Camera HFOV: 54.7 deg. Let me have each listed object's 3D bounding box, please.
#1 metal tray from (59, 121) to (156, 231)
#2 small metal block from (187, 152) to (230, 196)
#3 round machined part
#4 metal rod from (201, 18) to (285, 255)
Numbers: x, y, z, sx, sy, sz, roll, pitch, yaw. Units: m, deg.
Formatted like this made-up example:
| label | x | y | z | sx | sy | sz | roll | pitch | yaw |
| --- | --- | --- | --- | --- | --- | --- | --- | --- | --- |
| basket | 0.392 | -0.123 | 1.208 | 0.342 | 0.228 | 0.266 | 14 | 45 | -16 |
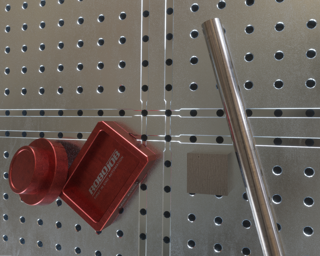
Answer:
| label | x | y | z | sx | sy | sz | roll | pitch | yaw |
| --- | --- | --- | --- | --- | --- | --- | --- | --- | --- |
| metal tray | -0.078 | 0.066 | 0.436 | 0.090 | 0.030 | 0.129 | 37 | 101 | 15 |
| small metal block | 0.062 | 0.056 | 0.390 | 0.050 | 0.025 | 0.050 | 0 | 90 | 19 |
| round machined part | -0.181 | 0.062 | 0.448 | 0.098 | 0.042 | 0.098 | -11 | 71 | 35 |
| metal rod | 0.100 | 0.012 | 0.377 | 0.025 | 0.025 | 0.298 | -16 | 85 | 19 |
